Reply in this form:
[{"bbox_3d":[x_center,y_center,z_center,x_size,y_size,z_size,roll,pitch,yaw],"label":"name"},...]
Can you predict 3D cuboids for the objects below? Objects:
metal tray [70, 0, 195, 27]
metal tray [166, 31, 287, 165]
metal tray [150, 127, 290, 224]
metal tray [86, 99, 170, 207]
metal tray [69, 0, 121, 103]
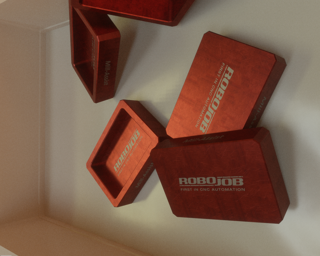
[{"bbox_3d":[-0.028,-0.157,0.339,0.090,0.131,0.030,150,124,-70],"label":"metal tray"},{"bbox_3d":[0.068,-0.031,0.346,0.090,0.030,0.129,33,110,34],"label":"metal tray"},{"bbox_3d":[0.059,0.052,0.332,0.130,0.030,0.090,-9,107,39],"label":"metal tray"},{"bbox_3d":[-0.048,0.036,0.440,0.090,0.030,0.129,46,117,29],"label":"metal tray"},{"bbox_3d":[-0.095,-0.108,0.438,0.090,0.030,0.129,56,152,23],"label":"metal tray"}]
